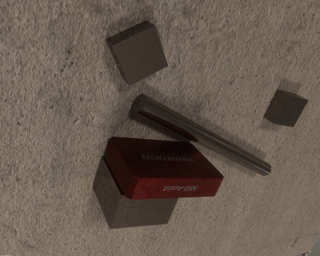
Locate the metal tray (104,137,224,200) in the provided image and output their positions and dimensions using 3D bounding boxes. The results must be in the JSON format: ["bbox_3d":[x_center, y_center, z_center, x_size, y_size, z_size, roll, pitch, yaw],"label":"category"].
[{"bbox_3d":[0.005,0.050,0.399,0.131,0.090,0.030,6,116,-31],"label":"metal tray"}]

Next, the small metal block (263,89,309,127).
[{"bbox_3d":[0.204,-0.031,0.502,0.050,0.025,0.050,7,115,-32],"label":"small metal block"}]

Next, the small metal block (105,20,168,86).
[{"bbox_3d":[-0.025,-0.083,0.343,0.050,0.025,0.050,-29,129,-10],"label":"small metal block"}]

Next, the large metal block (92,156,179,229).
[{"bbox_3d":[-0.033,0.081,0.405,0.081,0.080,0.050,6,116,-32],"label":"large metal block"}]

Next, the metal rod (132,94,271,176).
[{"bbox_3d":[0.082,0.022,0.467,0.301,0.025,0.025,26,104,-38],"label":"metal rod"}]
